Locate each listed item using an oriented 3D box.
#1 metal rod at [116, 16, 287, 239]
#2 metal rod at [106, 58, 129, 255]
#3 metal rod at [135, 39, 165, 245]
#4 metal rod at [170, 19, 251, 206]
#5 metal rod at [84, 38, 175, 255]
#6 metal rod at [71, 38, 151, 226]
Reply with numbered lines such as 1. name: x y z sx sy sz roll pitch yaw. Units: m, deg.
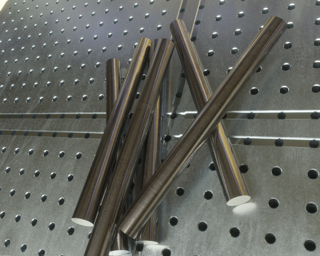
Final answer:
1. metal rod: 0.054 -0.009 0.352 0.025 0.025 0.300 30 78 37
2. metal rod: -0.062 0.017 0.431 0.025 0.025 0.300 -19 54 17
3. metal rod: -0.009 -0.003 0.415 0.025 0.025 0.300 -11 57 22
4. metal rod: 0.054 -0.044 0.407 0.025 0.025 0.300 -23 53 14
5. metal rod: -0.030 0.012 0.384 0.025 0.025 0.300 3 63 29
6. metal rod: -0.054 -0.017 0.423 0.025 0.025 0.300 -5 52 26
